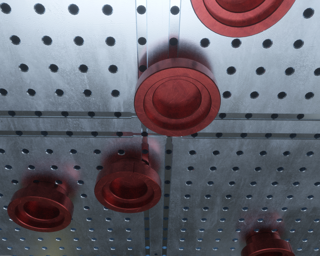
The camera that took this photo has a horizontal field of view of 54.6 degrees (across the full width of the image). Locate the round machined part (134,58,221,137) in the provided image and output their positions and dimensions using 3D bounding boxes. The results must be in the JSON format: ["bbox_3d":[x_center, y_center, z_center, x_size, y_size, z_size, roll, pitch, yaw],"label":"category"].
[{"bbox_3d":[0.020,-0.039,0.367,0.099,0.042,0.097,0,130,0],"label":"round machined part"}]

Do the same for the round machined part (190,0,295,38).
[{"bbox_3d":[0.074,-0.138,0.284,0.099,0.042,0.097,0,130,0],"label":"round machined part"}]

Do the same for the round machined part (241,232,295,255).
[{"bbox_3d":[0.208,0.241,0.607,0.099,0.042,0.097,0,130,0],"label":"round machined part"}]

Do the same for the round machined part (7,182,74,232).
[{"bbox_3d":[-0.190,0.125,0.505,0.099,0.042,0.097,0,130,0],"label":"round machined part"}]

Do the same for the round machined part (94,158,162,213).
[{"bbox_3d":[-0.047,0.083,0.471,0.099,0.042,0.097,0,130,0],"label":"round machined part"}]
